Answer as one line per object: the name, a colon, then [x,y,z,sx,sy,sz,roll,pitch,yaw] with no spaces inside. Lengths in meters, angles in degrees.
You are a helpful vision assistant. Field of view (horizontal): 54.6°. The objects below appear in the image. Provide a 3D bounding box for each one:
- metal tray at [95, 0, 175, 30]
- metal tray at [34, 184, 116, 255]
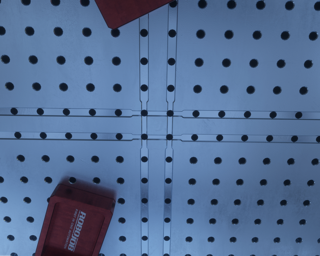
metal tray: [-0.017,-0.179,0.345,0.130,0.030,0.090,-24,109,8]
metal tray: [-0.129,0.157,0.467,0.090,0.030,0.129,18,109,-7]
